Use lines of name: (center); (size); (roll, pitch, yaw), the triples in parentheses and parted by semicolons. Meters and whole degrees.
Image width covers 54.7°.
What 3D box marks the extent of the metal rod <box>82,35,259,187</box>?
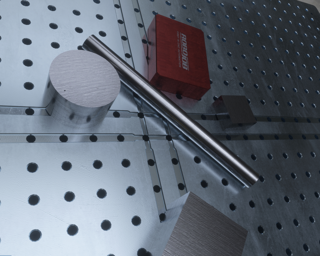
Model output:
metal rod: (0.016, -0.023, 0.431); (0.300, 0.025, 0.025); (40, 51, -1)

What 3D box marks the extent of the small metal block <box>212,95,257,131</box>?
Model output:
small metal block: (0.117, -0.024, 0.488); (0.050, 0.025, 0.050); (-3, 63, -30)

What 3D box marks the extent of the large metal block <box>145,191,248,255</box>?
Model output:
large metal block: (0.039, 0.130, 0.335); (0.080, 0.050, 0.080); (36, 51, -5)

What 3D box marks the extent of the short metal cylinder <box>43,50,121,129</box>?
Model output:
short metal cylinder: (-0.094, -0.046, 0.370); (0.081, 0.050, 0.080); (14, 56, -21)

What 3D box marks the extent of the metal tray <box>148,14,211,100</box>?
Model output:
metal tray: (0.029, -0.114, 0.492); (0.091, 0.030, 0.130); (13, 56, -22)
